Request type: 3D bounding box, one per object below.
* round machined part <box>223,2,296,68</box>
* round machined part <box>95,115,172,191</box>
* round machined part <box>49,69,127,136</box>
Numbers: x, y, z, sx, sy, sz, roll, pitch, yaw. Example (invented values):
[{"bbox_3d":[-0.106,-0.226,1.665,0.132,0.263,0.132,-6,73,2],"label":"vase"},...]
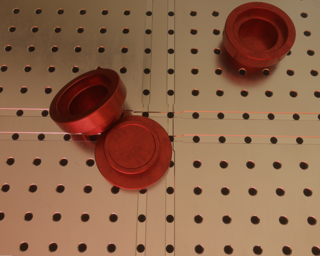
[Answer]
[{"bbox_3d":[0.140,-0.130,0.451,0.099,0.042,0.098,0,70,0],"label":"round machined part"},{"bbox_3d":[-0.034,0.029,0.392,0.099,0.042,0.098,0,70,0],"label":"round machined part"},{"bbox_3d":[-0.087,-0.029,0.398,0.098,0.042,0.098,-15,43,15],"label":"round machined part"}]
